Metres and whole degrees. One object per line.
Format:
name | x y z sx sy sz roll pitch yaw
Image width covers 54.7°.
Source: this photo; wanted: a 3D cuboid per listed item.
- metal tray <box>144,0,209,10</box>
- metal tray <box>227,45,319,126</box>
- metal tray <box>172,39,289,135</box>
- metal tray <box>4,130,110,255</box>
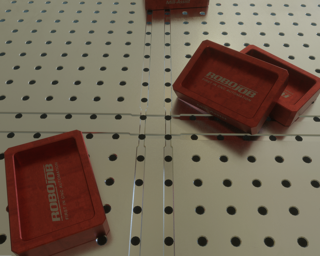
metal tray | 0.030 -0.285 0.644 0.131 0.030 0.090 -5 50 -5
metal tray | 0.162 -0.069 0.464 0.130 0.030 0.091 37 59 27
metal tray | 0.095 -0.059 0.427 0.130 0.030 0.090 30 81 26
metal tray | -0.117 0.068 0.345 0.091 0.030 0.130 -16 52 -14
